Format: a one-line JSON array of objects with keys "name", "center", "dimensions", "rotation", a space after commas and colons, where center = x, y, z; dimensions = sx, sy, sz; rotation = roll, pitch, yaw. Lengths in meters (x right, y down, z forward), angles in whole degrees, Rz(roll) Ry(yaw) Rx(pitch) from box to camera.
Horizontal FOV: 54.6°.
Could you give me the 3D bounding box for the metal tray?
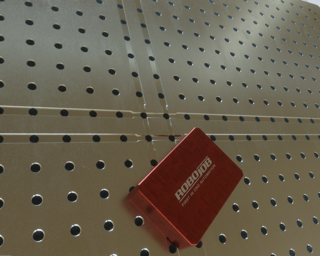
[{"name": "metal tray", "center": [0.037, 0.069, 0.382], "dimensions": [0.090, 0.030, 0.131], "rotation": [45, 51, 3]}]
